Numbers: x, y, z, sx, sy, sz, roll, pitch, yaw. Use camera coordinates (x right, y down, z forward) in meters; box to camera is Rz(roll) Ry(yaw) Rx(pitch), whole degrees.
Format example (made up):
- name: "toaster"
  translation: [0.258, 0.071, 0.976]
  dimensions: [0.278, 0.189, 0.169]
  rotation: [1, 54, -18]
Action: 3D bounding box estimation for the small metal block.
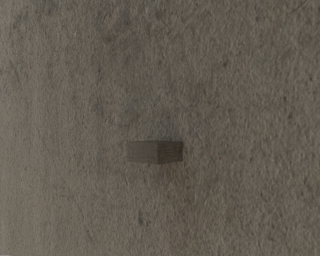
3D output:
- name: "small metal block"
  translation: [-0.006, 0.030, 0.394]
  dimensions: [0.050, 0.050, 0.025]
  rotation: [1, 91, 40]
